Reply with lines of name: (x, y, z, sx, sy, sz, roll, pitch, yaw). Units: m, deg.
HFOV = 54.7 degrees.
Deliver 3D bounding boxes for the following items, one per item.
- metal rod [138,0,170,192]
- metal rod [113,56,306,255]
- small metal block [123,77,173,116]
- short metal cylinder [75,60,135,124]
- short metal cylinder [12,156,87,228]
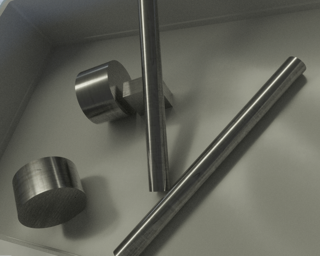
metal rod: (-0.010, -0.074, 0.380, 0.025, 0.025, 0.298, -7, 82, 24)
metal rod: (0.060, 0.034, 0.352, 0.300, 0.025, 0.025, -47, 52, -5)
small metal block: (-0.016, -0.045, 0.424, 0.050, 0.050, 0.025, -15, 56, 19)
short metal cylinder: (-0.074, -0.050, 0.438, 0.050, 0.080, 0.080, -16, 56, 19)
short metal cylinder: (-0.139, 0.082, 0.391, 0.080, 0.080, 0.050, -36, 52, 4)
